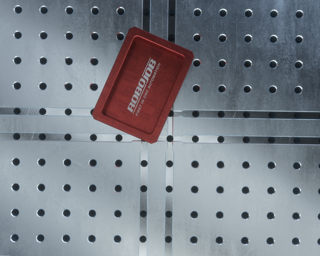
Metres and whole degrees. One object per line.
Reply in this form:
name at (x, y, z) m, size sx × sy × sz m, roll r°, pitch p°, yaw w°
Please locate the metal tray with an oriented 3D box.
metal tray at (-0.021, -0.055, 0.410) m, size 0.090 × 0.030 × 0.130 m, roll 24°, pitch 90°, yaw 0°
